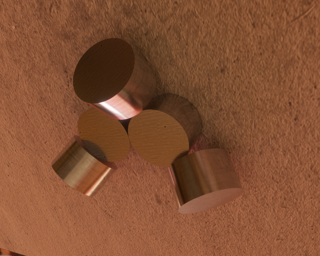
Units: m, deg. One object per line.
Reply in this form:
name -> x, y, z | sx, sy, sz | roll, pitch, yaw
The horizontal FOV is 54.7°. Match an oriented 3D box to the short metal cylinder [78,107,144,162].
short metal cylinder -> -0.064, 0.000, 0.425 | 0.080, 0.050, 0.079 | 13, 124, 21

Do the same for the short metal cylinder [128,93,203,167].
short metal cylinder -> 0.007, 0.002, 0.389 | 0.080, 0.050, 0.079 | 13, 124, 21

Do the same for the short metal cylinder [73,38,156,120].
short metal cylinder -> -0.052, -0.055, 0.358 | 0.080, 0.080, 0.050 | 2, 162, 27

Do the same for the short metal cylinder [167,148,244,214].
short metal cylinder -> 0.054, 0.066, 0.377 | 0.080, 0.081, 0.050 | -43, 52, 39

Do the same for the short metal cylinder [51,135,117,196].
short metal cylinder -> -0.110, 0.055, 0.457 | 0.080, 0.080, 0.050 | 39, 89, 1
